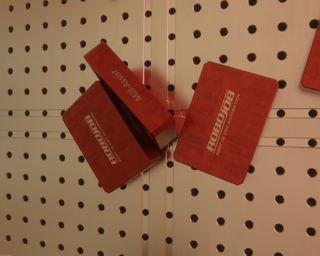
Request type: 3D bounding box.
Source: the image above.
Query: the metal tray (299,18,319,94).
[{"bbox_3d":[0.216,-0.095,0.334,0.090,0.030,0.129,17,96,19],"label":"metal tray"}]

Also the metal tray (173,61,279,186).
[{"bbox_3d":[0.080,-0.007,0.382,0.090,0.030,0.129,20,97,18],"label":"metal tray"}]

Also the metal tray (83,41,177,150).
[{"bbox_3d":[-0.034,-0.037,0.387,0.030,0.090,0.130,-40,77,-6],"label":"metal tray"}]

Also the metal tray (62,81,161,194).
[{"bbox_3d":[-0.069,0.012,0.422,0.090,0.030,0.130,-37,80,29],"label":"metal tray"}]
